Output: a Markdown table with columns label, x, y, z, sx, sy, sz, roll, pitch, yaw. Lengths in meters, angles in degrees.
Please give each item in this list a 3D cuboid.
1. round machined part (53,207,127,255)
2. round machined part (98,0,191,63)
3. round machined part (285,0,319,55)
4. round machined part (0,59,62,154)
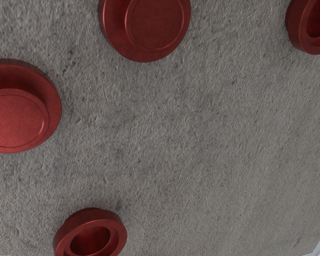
| label | x | y | z | sx | sy | sz | roll | pitch | yaw |
| --- | --- | --- | --- | --- | --- | --- | --- | --- | --- |
| round machined part | -0.099 | 0.151 | 0.435 | 0.099 | 0.042 | 0.097 | -14 | 124 | -21 |
| round machined part | -0.010 | -0.114 | 0.319 | 0.099 | 0.042 | 0.097 | -14 | 124 | -21 |
| round machined part | 0.209 | -0.152 | 0.416 | 0.099 | 0.042 | 0.097 | -14 | 124 | -21 |
| round machined part | -0.148 | -0.015 | 0.306 | 0.099 | 0.042 | 0.097 | -14 | 124 | -21 |
